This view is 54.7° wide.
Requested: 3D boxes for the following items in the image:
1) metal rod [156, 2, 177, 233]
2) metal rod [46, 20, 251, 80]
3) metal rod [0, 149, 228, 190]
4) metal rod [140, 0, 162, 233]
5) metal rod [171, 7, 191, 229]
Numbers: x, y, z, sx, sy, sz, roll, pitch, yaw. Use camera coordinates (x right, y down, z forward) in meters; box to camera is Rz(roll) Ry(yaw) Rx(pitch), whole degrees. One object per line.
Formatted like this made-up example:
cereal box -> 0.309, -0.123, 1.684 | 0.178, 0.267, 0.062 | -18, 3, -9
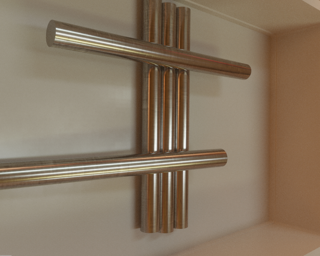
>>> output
metal rod -> 0.008, -0.014, 0.412 | 0.025, 0.025, 0.298 | 1, 89, -40
metal rod -> 0.015, -0.087, 0.384 | 0.302, 0.025, 0.025 | 0, 90, -40
metal rod -> -0.043, 0.042, 0.346 | 0.303, 0.025, 0.025 | -1, 91, -33
metal rod -> -0.011, -0.019, 0.396 | 0.025, 0.025, 0.298 | 1, 90, -40
metal rod -> 0.028, -0.014, 0.427 | 0.025, 0.025, 0.298 | 1, 89, -40
